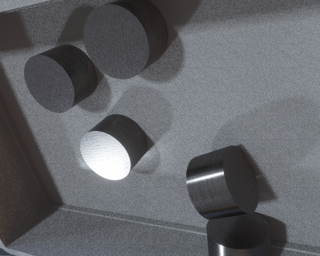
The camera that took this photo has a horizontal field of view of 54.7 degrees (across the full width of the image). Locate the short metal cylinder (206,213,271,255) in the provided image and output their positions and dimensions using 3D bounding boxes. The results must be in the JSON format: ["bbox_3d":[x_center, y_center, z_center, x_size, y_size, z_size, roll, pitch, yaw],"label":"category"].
[{"bbox_3d":[0.103,0.151,0.407,0.080,0.080,0.050,3,112,26],"label":"short metal cylinder"}]

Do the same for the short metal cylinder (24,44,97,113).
[{"bbox_3d":[-0.133,-0.067,0.419,0.080,0.050,0.079,13,124,20],"label":"short metal cylinder"}]

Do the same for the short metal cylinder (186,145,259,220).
[{"bbox_3d":[0.076,0.066,0.373,0.050,0.080,0.080,-23,106,36],"label":"short metal cylinder"}]

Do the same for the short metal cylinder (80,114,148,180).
[{"bbox_3d":[-0.065,0.027,0.442,0.080,0.050,0.079,13,124,20],"label":"short metal cylinder"}]

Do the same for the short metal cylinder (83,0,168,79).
[{"bbox_3d":[-0.038,-0.101,0.348,0.080,0.050,0.079,13,124,20],"label":"short metal cylinder"}]
